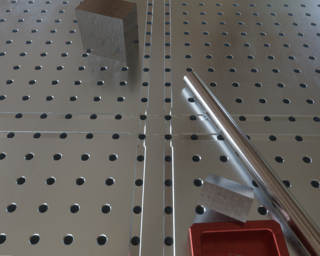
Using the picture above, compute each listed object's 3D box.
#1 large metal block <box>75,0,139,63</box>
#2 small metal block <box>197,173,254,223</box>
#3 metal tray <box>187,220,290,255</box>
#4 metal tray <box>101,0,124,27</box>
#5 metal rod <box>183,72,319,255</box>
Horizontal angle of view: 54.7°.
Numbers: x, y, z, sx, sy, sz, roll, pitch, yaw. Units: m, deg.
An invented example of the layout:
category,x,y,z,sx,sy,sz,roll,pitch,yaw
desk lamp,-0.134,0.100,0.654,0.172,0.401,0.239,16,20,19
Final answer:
category,x,y,z,sx,sy,sz,roll,pitch,yaw
large metal block,-0.083,-0.162,0.507,0.080,0.080,0.050,17,52,13
small metal block,0.071,0.072,0.330,0.050,0.050,0.025,19,96,15
metal tray,0.077,0.152,0.277,0.091,0.030,0.130,-2,50,-2
metal tray,-0.098,-0.266,0.587,0.030,0.089,0.130,-12,51,-10
metal rod,0.107,0.030,0.383,0.025,0.025,0.300,-18,53,-15
